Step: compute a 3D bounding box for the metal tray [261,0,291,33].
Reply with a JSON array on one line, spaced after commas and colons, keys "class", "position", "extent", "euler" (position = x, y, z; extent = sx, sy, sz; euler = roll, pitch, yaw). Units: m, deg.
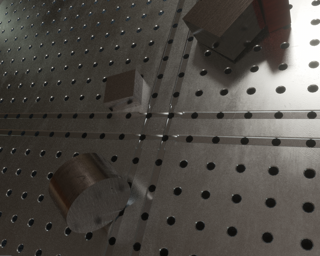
[{"class": "metal tray", "position": [0.134, -0.205, 0.420], "extent": [0.030, 0.090, 0.130], "euler": [-22, 54, 15]}]

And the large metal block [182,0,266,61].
[{"class": "large metal block", "position": [0.093, -0.153, 0.429], "extent": [0.080, 0.050, 0.080], "euler": [-48, 48, 2]}]

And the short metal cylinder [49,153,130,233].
[{"class": "short metal cylinder", "position": [-0.083, 0.076, 0.368], "extent": [0.080, 0.080, 0.050], "euler": [-47, 52, -4]}]

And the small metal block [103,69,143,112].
[{"class": "small metal block", "position": [-0.055, -0.057, 0.470], "extent": [0.050, 0.025, 0.050], "euler": [-11, 57, 21]}]
